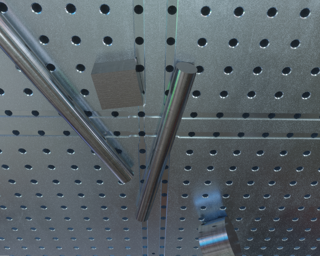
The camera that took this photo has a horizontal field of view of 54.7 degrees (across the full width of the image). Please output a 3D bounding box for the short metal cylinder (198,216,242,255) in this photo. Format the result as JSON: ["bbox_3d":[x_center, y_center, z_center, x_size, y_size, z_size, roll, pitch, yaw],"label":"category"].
[{"bbox_3d":[0.107,0.204,0.551,0.050,0.080,0.080,-22,127,17],"label":"short metal cylinder"}]

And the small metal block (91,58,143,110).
[{"bbox_3d":[-0.049,-0.051,0.367,0.050,0.025,0.050,-6,130,4],"label":"small metal block"}]

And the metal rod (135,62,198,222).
[{"bbox_3d":[-0.001,0.042,0.447,0.025,0.025,0.298,9,130,-8],"label":"metal rod"}]

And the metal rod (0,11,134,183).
[{"bbox_3d":[-0.117,-0.028,0.386,0.025,0.025,0.299,-21,128,16],"label":"metal rod"}]
